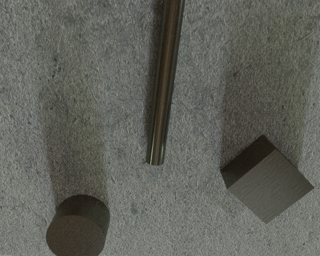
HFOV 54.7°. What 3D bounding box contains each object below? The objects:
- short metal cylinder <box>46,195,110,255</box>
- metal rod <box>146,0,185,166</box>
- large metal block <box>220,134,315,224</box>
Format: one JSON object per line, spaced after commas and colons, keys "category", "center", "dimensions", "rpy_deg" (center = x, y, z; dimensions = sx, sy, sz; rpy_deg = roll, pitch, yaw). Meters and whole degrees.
{"category": "short metal cylinder", "center": [-0.116, 0.144, 0.448], "dimensions": [0.081, 0.050, 0.079], "rpy_deg": [0, 110, -1]}
{"category": "metal rod", "center": [0.010, -0.093, 0.375], "dimensions": [0.025, 0.025, 0.298], "rpy_deg": [6, 110, -3]}
{"category": "large metal block", "center": [0.144, 0.070, 0.424], "dimensions": [0.080, 0.050, 0.080], "rpy_deg": [42, 104, -14]}
